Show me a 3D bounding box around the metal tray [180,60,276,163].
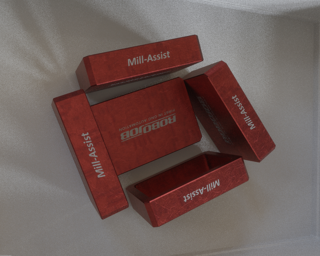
[{"bbox_3d":[0.083,-0.019,0.407,0.030,0.090,0.130,-38,103,-15],"label":"metal tray"}]

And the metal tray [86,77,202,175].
[{"bbox_3d":[-0.019,-0.004,0.399,0.131,0.030,0.090,-21,97,-19],"label":"metal tray"}]

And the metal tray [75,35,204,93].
[{"bbox_3d":[-0.027,-0.073,0.364,0.131,0.090,0.030,-17,96,-20],"label":"metal tray"}]

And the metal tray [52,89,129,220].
[{"bbox_3d":[-0.081,0.027,0.344,0.030,0.090,0.129,-23,98,-19],"label":"metal tray"}]

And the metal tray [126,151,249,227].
[{"bbox_3d":[0.031,0.069,0.387,0.131,0.090,0.030,-22,98,-19],"label":"metal tray"}]
